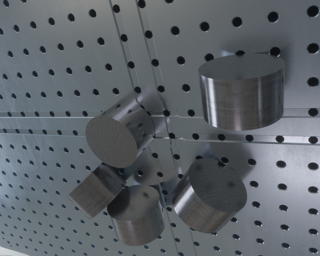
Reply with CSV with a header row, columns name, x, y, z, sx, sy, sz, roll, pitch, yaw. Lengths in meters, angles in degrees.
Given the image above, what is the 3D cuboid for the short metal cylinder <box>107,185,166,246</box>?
name,x,y,z,sx,sy,sz,roll,pitch,yaw
short metal cylinder,-0.036,0.132,0.476,0.080,0.080,0.050,3,120,27

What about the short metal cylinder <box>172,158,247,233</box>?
name,x,y,z,sx,sy,sz,roll,pitch,yaw
short metal cylinder,0.062,0.085,0.396,0.080,0.080,0.050,33,129,6

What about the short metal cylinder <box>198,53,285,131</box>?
name,x,y,z,sx,sy,sz,roll,pitch,yaw
short metal cylinder,0.081,-0.038,0.309,0.080,0.080,0.050,4,120,26

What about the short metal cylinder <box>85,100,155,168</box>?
name,x,y,z,sx,sy,sz,roll,pitch,yaw
short metal cylinder,-0.054,0.008,0.429,0.080,0.050,0.079,13,124,21

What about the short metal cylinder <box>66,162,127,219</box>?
name,x,y,z,sx,sy,sz,roll,pitch,yaw
short metal cylinder,-0.099,0.096,0.487,0.050,0.080,0.080,47,129,-4
